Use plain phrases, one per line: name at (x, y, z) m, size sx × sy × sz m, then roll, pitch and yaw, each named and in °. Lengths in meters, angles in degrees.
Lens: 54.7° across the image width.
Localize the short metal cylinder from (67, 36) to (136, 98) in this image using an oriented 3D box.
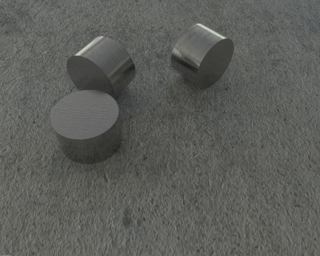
short metal cylinder at (-0.082, -0.080, 0.434) m, size 0.080 × 0.080 × 0.050 m, roll 25°, pitch 55°, yaw 19°

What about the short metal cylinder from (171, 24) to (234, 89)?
short metal cylinder at (0.063, -0.105, 0.456) m, size 0.080 × 0.080 × 0.050 m, roll -35°, pitch 59°, yaw -26°

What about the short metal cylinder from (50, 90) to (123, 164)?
short metal cylinder at (-0.089, -0.002, 0.388) m, size 0.080 × 0.050 × 0.080 m, roll 0°, pitch 50°, yaw 0°
